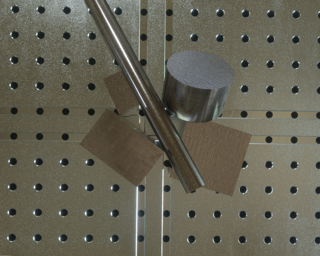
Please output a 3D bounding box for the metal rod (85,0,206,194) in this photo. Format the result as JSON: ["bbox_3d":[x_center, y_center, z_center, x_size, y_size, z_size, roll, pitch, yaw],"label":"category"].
[{"bbox_3d":[-0.027,-0.060,0.383,0.025,0.025,0.299,-28,79,0],"label":"metal rod"}]

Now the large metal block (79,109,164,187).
[{"bbox_3d":[-0.043,0.022,0.385,0.080,0.080,0.050,37,90,-1],"label":"large metal block"}]

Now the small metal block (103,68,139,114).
[{"bbox_3d":[-0.041,-0.051,0.413,0.050,0.025,0.050,-24,90,-1],"label":"small metal block"}]

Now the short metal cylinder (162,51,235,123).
[{"bbox_3d":[0.045,-0.052,0.380,0.081,0.080,0.050,9,134,-1],"label":"short metal cylinder"}]

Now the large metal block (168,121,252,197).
[{"bbox_3d":[0.061,0.034,0.401,0.080,0.050,0.080,18,90,-1],"label":"large metal block"}]
